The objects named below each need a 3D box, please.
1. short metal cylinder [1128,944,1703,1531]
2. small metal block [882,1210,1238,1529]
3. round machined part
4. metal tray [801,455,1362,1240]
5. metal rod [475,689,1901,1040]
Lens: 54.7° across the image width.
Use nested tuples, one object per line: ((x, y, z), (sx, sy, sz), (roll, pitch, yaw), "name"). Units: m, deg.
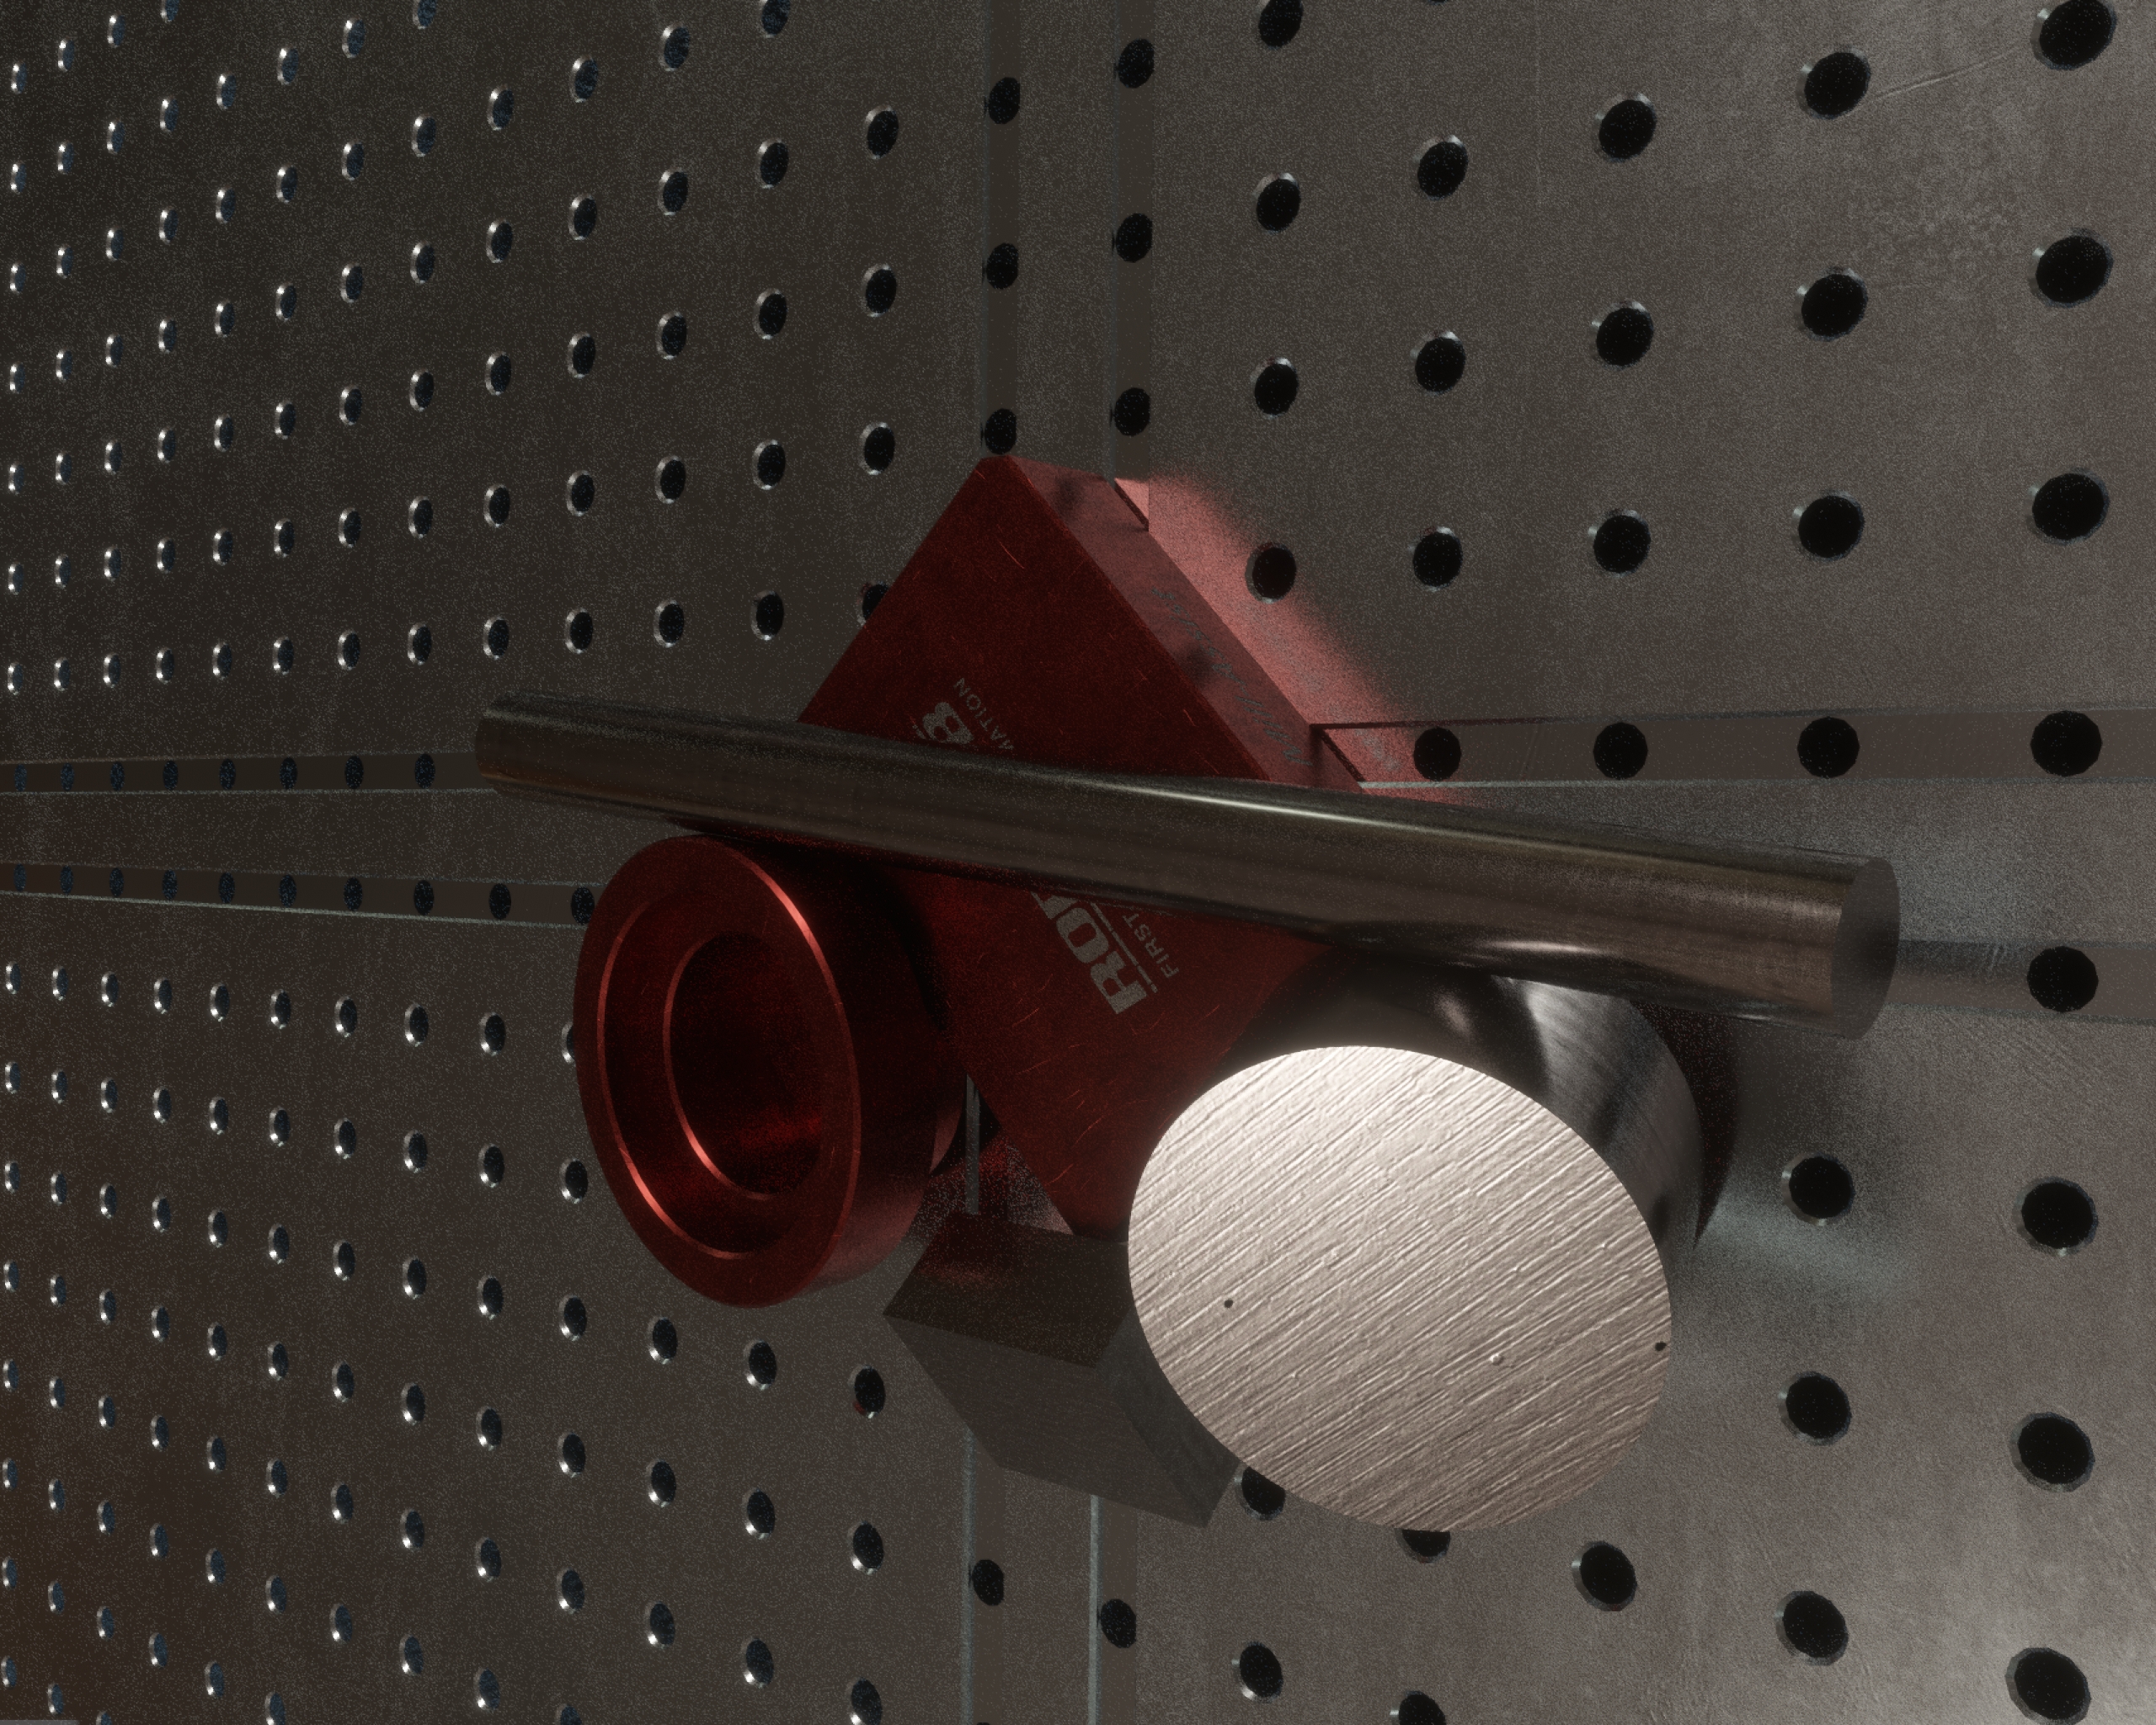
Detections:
((0.054, 0.056, 0.327), (0.080, 0.050, 0.079), (7, 111, 19), "short metal cylinder")
((0.000, 0.094, 0.390), (0.050, 0.025, 0.050), (3, 136, 39), "small metal block")
((-0.062, 0.041, 0.440), (0.098, 0.042, 0.097), (8, 102, 44), "round machined part")
((0.002, -0.004, 0.404), (0.090, 0.030, 0.130), (-51, 61, 27), "metal tray")
((-0.009, -0.007, 0.374), (0.300, 0.025, 0.025), (9, 96, 39), "metal rod")
